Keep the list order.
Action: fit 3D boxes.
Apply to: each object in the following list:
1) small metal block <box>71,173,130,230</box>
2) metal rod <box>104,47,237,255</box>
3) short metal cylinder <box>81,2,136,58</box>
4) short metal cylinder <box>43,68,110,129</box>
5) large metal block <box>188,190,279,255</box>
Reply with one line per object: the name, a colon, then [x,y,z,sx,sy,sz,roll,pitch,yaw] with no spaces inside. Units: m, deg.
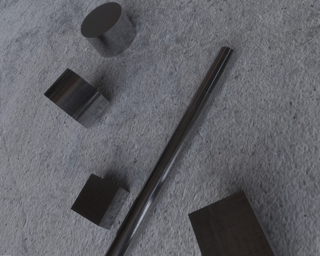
small metal block: [-0.074,0.091,0.385,0.050,0.025,0.050,17,71,34]
metal rod: [0.019,0.024,0.377,0.025,0.025,0.300,19,71,35]
short metal cylinder: [-0.089,-0.169,0.536,0.080,0.050,0.080,-13,56,20]
short metal cylinder: [-0.122,-0.043,0.457,0.080,0.080,0.050,33,80,38]
large metal block: [0.072,0.110,0.263,0.050,0.080,0.080,-27,53,11]
